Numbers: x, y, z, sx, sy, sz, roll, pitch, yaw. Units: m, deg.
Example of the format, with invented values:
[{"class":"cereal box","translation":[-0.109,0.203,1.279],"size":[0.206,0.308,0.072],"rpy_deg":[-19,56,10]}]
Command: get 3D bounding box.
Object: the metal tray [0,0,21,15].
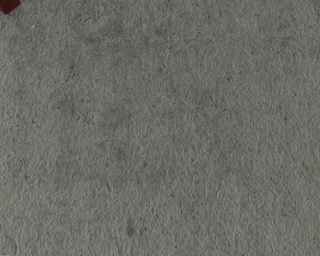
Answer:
[{"class":"metal tray","translation":[-0.276,-0.239,0.458],"size":[0.130,0.090,0.030],"rpy_deg":[40,75,13]}]
